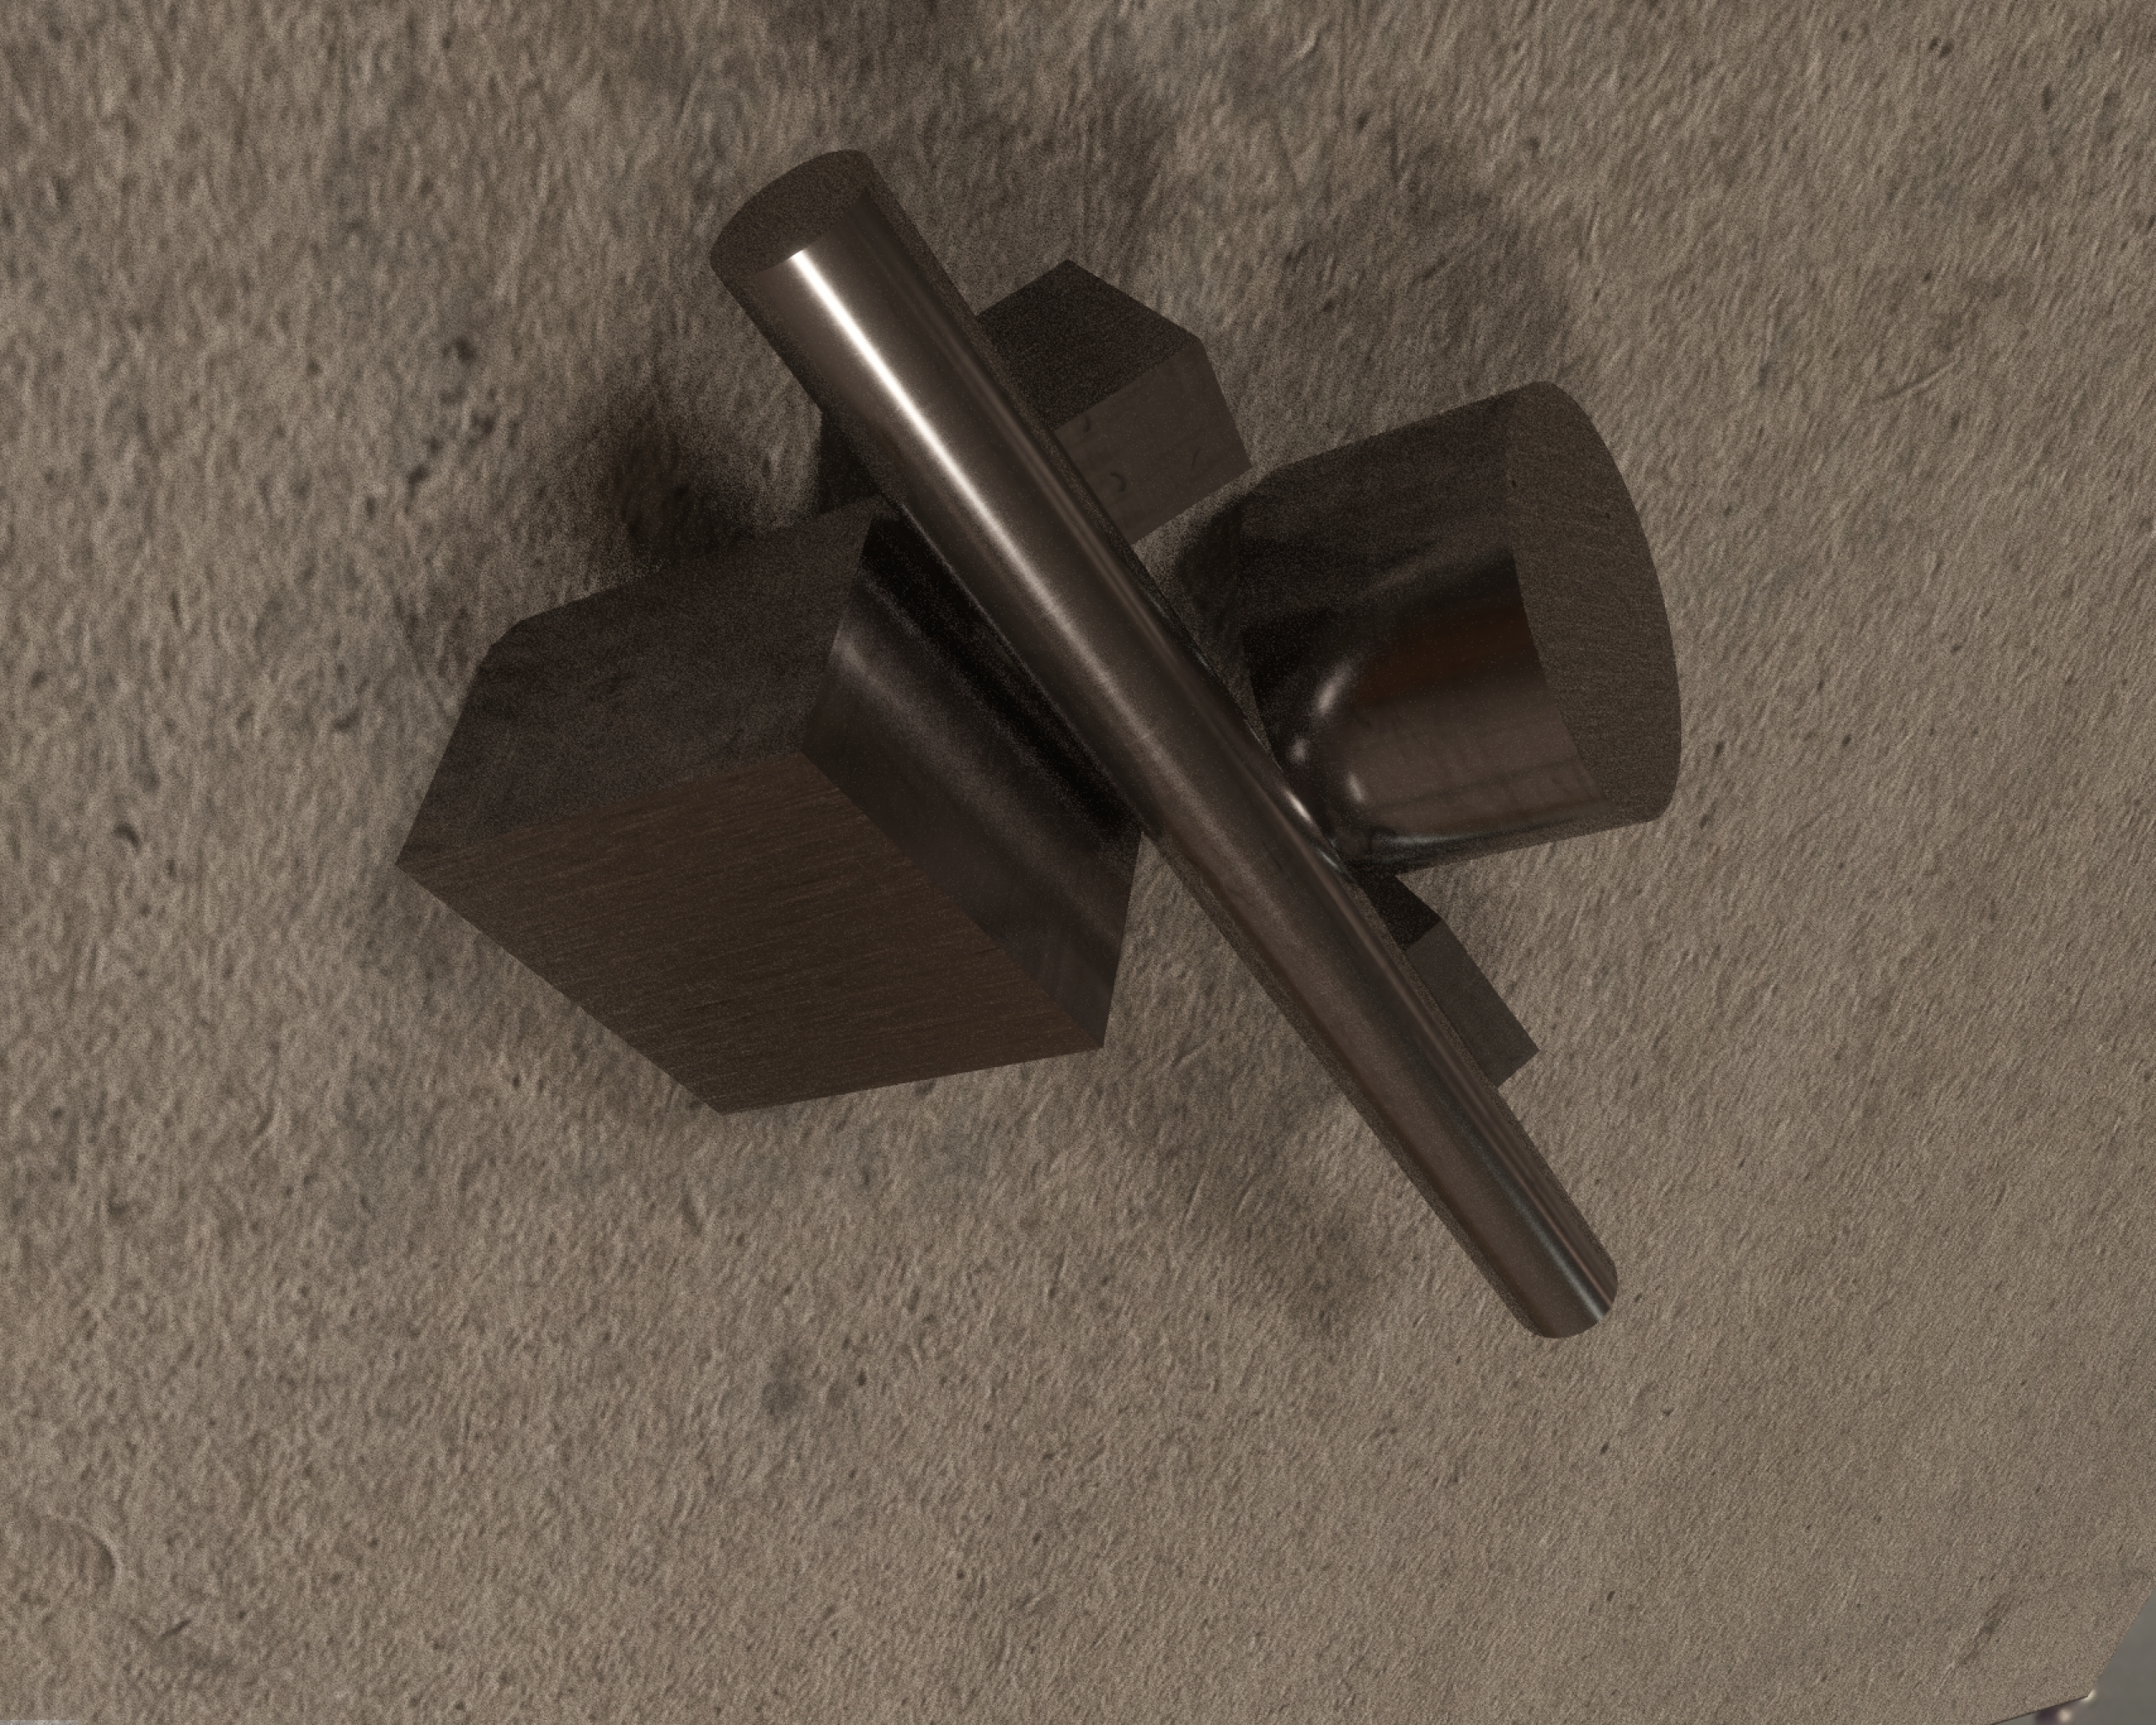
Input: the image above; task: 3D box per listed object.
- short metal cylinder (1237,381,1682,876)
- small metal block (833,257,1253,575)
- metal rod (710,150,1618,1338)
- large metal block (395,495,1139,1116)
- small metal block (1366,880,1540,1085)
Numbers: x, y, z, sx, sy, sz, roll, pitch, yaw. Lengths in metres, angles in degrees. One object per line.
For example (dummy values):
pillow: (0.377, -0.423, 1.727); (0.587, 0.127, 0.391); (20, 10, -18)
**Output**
short metal cylinder: (0.071, -0.041, 0.380); (0.050, 0.080, 0.080); (-14, 139, 32)
small metal block: (-0.008, -0.071, 0.346); (0.050, 0.050, 0.025); (-34, 129, -7)
metal rod: (0.035, 0.005, 0.367); (0.025, 0.025, 0.300); (-40, 130, -1)
large metal block: (-0.047, -0.005, 0.342); (0.080, 0.050, 0.080); (-13, 138, 30)
small metal block: (0.064, 0.021, 0.438); (0.025, 0.050, 0.050); (-42, 130, 0)
